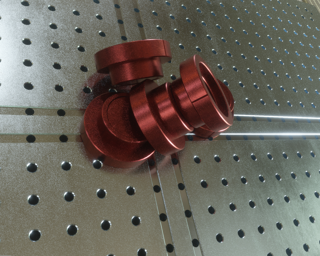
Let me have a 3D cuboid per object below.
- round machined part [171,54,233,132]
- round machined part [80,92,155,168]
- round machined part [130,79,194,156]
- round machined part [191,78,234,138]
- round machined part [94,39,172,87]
[{"bbox_3d":[0.050,-0.039,0.388,0.098,0.042,0.098,47,27,-34],"label":"round machined part"},{"bbox_3d":[-0.043,-0.004,0.378,0.099,0.042,0.098,14,56,-21],"label":"round machined part"},{"bbox_3d":[0.008,-0.018,0.384,0.098,0.042,0.098,53,21,-30],"label":"round machined part"},{"bbox_3d":[0.070,-0.038,0.460,0.099,0.042,0.098,14,56,-21],"label":"round machined part"},{"bbox_3d":[-0.032,-0.080,0.401,0.099,0.098,0.042,-13,95,-34],"label":"round machined part"}]
